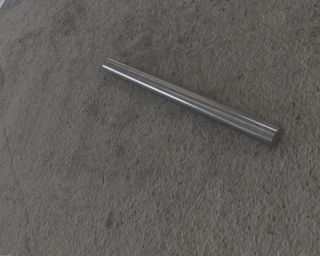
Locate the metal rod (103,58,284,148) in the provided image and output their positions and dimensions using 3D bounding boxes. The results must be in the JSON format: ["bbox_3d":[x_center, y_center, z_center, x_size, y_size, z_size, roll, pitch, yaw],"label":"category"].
[{"bbox_3d":[0.021,-0.047,0.422,0.300,0.025,0.025,29,78,37],"label":"metal rod"}]
